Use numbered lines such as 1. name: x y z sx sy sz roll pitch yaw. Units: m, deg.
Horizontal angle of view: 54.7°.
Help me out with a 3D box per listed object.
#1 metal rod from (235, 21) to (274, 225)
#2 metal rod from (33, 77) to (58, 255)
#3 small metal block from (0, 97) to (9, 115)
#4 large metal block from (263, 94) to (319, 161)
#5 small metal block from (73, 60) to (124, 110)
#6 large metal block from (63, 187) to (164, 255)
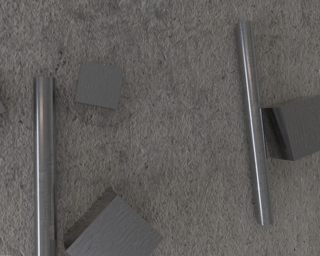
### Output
1. metal rod: 0.141 -0.006 0.461 0.025 0.025 0.298 -8 93 -20
2. metal rod: -0.133 0.091 0.360 0.025 0.025 0.298 -1 90 -20
3. small metal block: -0.202 -0.030 0.334 0.050 0.025 0.050 -27 99 -18
4. large metal block: 0.209 -0.002 0.473 0.081 0.050 0.080 -16 96 -19
5. small metal block: -0.076 -0.051 0.381 0.050 0.025 0.050 10 87 -20
6. large metal block: -0.057 0.132 0.375 0.080 0.050 0.080 -47 105 -14
